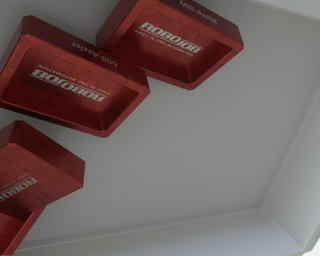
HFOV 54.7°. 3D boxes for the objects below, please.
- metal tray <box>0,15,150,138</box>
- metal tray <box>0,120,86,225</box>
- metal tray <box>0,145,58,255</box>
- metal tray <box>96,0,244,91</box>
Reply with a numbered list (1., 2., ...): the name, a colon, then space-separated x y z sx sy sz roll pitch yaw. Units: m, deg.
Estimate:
1. metal tray: -0.087 -0.042 0.310 0.131 0.030 0.090 20 131 -36
2. metal tray: -0.156 0.053 0.321 0.130 0.030 0.090 -28 133 20
3. metal tray: -0.177 0.083 0.329 0.090 0.030 0.130 44 71 -39
4. metal tray: 0.011 -0.090 0.326 0.131 0.030 0.090 13 145 -34
